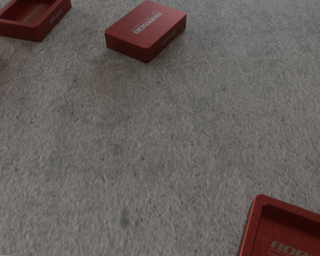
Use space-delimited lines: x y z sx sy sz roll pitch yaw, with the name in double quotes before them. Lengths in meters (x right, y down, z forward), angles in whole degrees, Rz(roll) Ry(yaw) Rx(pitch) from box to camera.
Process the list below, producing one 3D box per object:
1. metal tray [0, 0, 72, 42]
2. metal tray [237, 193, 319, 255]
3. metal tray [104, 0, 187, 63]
"metal tray" -0.235 -0.215 0.577 0.090 0.030 0.130 12 51 9
"metal tray" 0.144 0.127 0.294 0.130 0.030 0.090 18 52 14
"metal tray" -0.023 -0.174 0.546 0.090 0.030 0.131 26 54 20
